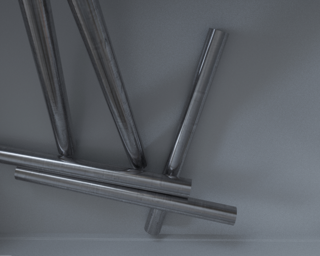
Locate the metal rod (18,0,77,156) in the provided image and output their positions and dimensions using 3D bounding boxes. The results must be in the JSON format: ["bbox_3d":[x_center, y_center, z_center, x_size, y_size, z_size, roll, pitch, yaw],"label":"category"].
[{"bbox_3d":[-0.112,-0.066,0.308,0.025,0.025,0.298,6,140,-2],"label":"metal rod"}]

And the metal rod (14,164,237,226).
[{"bbox_3d":[-0.048,0.089,0.423,0.302,0.025,0.025,11,110,3],"label":"metal rod"}]

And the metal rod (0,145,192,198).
[{"bbox_3d":[-0.109,0.054,0.415,0.302,0.025,0.025,10,110,2],"label":"metal rod"}]

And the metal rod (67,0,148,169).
[{"bbox_3d":[-0.051,-0.050,0.321,0.025,0.025,0.299,-9,138,3],"label":"metal rod"}]

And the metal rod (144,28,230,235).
[{"bbox_3d":[0.029,0.018,0.418,0.025,0.025,0.298,15,109,-6],"label":"metal rod"}]
